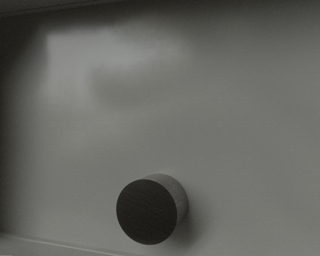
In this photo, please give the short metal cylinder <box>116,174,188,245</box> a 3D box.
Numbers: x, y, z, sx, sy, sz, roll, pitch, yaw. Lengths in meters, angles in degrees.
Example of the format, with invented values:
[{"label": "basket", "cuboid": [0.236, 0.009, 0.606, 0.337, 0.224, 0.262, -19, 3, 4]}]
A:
[{"label": "short metal cylinder", "cuboid": [-0.009, 0.102, 0.401, 0.080, 0.050, 0.080, 0, 90, 20]}]
